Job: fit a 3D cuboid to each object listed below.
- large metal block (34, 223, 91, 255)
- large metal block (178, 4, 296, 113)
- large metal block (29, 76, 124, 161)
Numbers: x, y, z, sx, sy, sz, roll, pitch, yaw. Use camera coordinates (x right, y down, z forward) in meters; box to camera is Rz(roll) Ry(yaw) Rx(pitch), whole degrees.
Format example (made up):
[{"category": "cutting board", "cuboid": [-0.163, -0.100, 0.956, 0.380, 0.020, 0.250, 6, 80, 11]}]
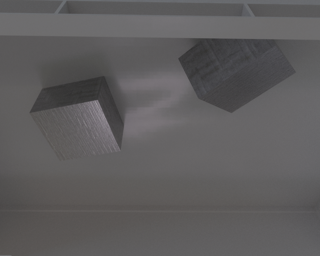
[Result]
[{"category": "large metal block", "cuboid": [-0.184, 0.238, 0.576, 0.080, 0.080, 0.050, 35, 122, -26]}, {"category": "large metal block", "cuboid": [0.080, -0.064, 0.316, 0.080, 0.050, 0.080, -35, 154, 26]}, {"category": "large metal block", "cuboid": [-0.097, -0.010, 0.383, 0.080, 0.050, 0.080, -10, 130, 8]}]
